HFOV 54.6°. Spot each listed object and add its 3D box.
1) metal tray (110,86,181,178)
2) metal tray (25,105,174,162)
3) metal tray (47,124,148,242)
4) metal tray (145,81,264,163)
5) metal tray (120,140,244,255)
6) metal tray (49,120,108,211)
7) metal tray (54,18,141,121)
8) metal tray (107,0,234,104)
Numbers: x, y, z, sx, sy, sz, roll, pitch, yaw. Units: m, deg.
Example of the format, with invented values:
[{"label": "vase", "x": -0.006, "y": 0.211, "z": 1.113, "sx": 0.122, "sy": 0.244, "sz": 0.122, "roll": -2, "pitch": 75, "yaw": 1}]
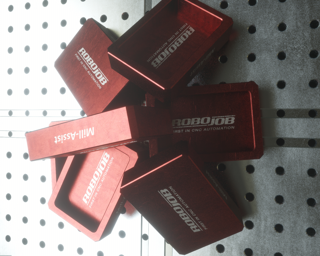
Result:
[{"label": "metal tray", "x": -0.022, "y": 0.000, "z": 0.418, "sx": 0.090, "sy": 0.030, "sz": 0.129, "roll": -5, "pitch": 86, "yaw": 18}, {"label": "metal tray", "x": -0.062, "y": 0.007, "z": 0.332, "sx": 0.130, "sy": 0.090, "sz": 0.030, "roll": -13, "pitch": 86, "yaw": 24}, {"label": "metal tray", "x": -0.083, "y": 0.069, "z": 0.407, "sx": 0.090, "sy": 0.030, "sz": 0.129, "roll": 28, "pitch": 99, "yaw": 18}, {"label": "metal tray", "x": 0.052, "y": -0.005, "z": 0.372, "sx": 0.131, "sy": 0.030, "sz": 0.090, "roll": -4, "pitch": 89, "yaw": 2}, {"label": "metal tray", "x": 0.027, "y": 0.087, "z": 0.365, "sx": 0.090, "sy": 0.030, "sz": 0.130, "roll": -31, "pitch": 113, "yaw": 18}, {"label": "metal tray", "x": -0.112, "y": 0.052, "z": 0.450, "sx": 0.090, "sy": 0.030, "sz": 0.129, "roll": -4, "pitch": 88, "yaw": 19}, {"label": "metal tray", "x": -0.084, "y": -0.078, "z": 0.422, "sx": 0.090, "sy": 0.030, "sz": 0.130, "roll": -47, "pitch": 60, "yaw": 14}, {"label": "metal tray", "x": 0.014, "y": -0.101, "z": 0.370, "sx": 0.090, "sy": 0.030, "sz": 0.130, "roll": 35, "pitch": 68, "yaw": 17}]
